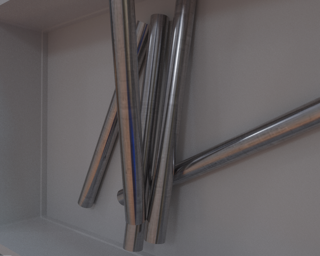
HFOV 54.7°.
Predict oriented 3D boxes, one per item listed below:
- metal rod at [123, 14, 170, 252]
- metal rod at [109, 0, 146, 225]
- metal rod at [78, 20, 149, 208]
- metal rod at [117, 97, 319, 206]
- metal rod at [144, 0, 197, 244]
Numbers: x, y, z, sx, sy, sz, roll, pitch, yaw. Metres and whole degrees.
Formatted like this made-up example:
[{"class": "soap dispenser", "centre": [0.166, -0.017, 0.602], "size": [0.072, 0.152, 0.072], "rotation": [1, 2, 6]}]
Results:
[{"class": "metal rod", "centre": [-0.017, 0.003, 0.398], "size": [0.025, 0.025, 0.298], "rotation": [4, 85, 40]}, {"class": "metal rod", "centre": [-0.034, -0.035, 0.327], "size": [0.025, 0.025, 0.298], "rotation": [11, 110, 39]}, {"class": "metal rod", "centre": [-0.071, -0.009, 0.465], "size": [0.025, 0.025, 0.298], "rotation": [33, 111, 35]}, {"class": "metal rod", "centre": [0.053, 0.040, 0.363], "size": [0.299, 0.025, 0.025], "rotation": [-30, 71, 36]}, {"class": "metal rod", "centre": [0.013, -0.015, 0.373], "size": [0.025, 0.025, 0.298], "rotation": [5, 86, 40]}]
